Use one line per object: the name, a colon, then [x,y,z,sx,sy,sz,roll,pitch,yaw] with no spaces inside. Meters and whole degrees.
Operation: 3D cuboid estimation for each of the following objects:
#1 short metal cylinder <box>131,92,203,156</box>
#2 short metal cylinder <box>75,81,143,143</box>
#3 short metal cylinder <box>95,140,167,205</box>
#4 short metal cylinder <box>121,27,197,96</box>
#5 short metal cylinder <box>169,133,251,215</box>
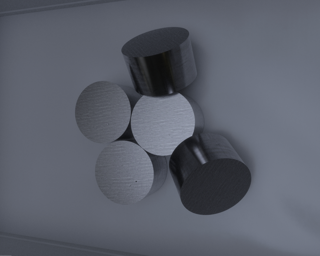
short metal cylinder: [0.011,-0.007,0.391,0.080,0.050,0.079,0,90,19]
short metal cylinder: [-0.065,-0.020,0.417,0.080,0.050,0.079,0,90,19]
short metal cylinder: [-0.037,0.055,0.407,0.080,0.050,0.079,0,90,19]
short metal cylinder: [0.000,-0.081,0.371,0.080,0.080,0.050,-3,127,19]
short metal cylinder: [0.055,0.052,0.354,0.081,0.050,0.079,-7,122,-11]
